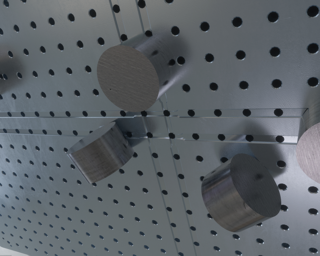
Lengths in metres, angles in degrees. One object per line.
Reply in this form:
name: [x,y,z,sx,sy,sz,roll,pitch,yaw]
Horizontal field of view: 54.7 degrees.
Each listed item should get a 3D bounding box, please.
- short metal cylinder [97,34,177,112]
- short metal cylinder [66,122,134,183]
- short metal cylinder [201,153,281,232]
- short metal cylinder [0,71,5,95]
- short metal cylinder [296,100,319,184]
short metal cylinder: [-0.027,-0.066,0.369,0.080,0.050,0.079,13,124,21]
short metal cylinder: [-0.084,0.034,0.441,0.080,0.080,0.050,-21,107,36]
short metal cylinder: [0.097,0.077,0.372,0.080,0.080,0.050,44,129,-2]
short metal cylinder: [-0.307,-0.078,0.509,0.080,0.050,0.079,13,124,21]
short metal cylinder: [0.181,0.014,0.308,0.080,0.050,0.079,13,124,21]
